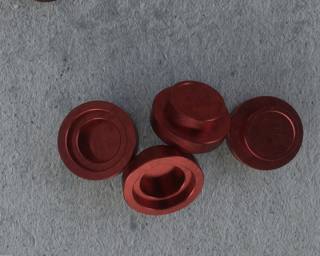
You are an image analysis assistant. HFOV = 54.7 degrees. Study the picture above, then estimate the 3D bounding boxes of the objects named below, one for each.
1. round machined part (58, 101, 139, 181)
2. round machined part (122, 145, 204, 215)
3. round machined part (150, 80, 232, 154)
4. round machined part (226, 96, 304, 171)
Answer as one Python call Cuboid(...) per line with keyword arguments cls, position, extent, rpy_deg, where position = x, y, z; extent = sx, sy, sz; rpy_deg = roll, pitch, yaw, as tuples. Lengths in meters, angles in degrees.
Cuboid(cls="round machined part", position=(-0.075, 0.016, 0.396), extent=(0.099, 0.042, 0.097), rpy_deg=(-1, 85, 7))
Cuboid(cls="round machined part", position=(0.002, 0.060, 0.386), extent=(0.099, 0.042, 0.097), rpy_deg=(-7, 125, -9))
Cuboid(cls="round machined part", position=(0.040, -0.020, 0.374), extent=(0.099, 0.042, 0.098), rpy_deg=(8, 47, -9))
Cuboid(cls="round machined part", position=(0.138, 0.007, 0.402), extent=(0.099, 0.042, 0.097), rpy_deg=(0, 90, 0))
